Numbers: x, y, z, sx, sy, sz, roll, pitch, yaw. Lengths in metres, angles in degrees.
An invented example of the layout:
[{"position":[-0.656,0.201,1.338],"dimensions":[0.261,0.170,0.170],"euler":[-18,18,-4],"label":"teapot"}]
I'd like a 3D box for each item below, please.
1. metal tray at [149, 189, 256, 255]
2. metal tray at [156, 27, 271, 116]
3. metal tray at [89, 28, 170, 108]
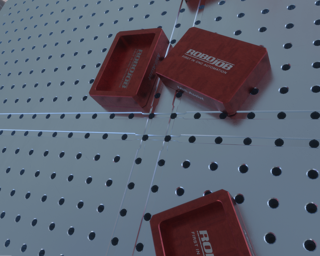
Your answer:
[{"position":[0.047,0.135,0.297],"dimensions":[0.090,0.030,0.130],"euler":[-24,53,13],"label":"metal tray"},{"position":[0.068,-0.082,0.420],"dimensions":[0.130,0.030,0.090],"euler":[32,79,38],"label":"metal tray"},{"position":[-0.047,-0.096,0.489],"dimensions":[0.090,0.030,0.130],"euler":[6,64,30],"label":"metal tray"}]
